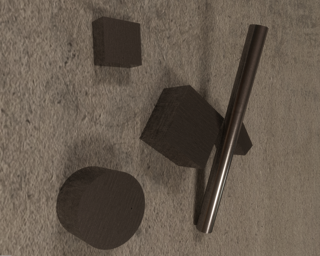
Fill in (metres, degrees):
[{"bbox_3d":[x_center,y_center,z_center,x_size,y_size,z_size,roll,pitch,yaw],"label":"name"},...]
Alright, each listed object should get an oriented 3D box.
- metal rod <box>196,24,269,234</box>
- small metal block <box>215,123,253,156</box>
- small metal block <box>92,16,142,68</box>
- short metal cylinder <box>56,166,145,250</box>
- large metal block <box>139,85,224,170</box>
[{"bbox_3d":[0.099,0.009,0.437,0.025,0.025,0.298,4,104,-40],"label":"metal rod"},{"bbox_3d":[0.109,0.014,0.482,0.025,0.050,0.050,-44,117,-32],"label":"small metal block"},{"bbox_3d":[-0.050,-0.099,0.364,0.050,0.025,0.050,-4,93,-40],"label":"small metal block"},{"bbox_3d":[-0.064,0.084,0.337,0.081,0.050,0.079,0,90,-40],"label":"short metal cylinder"},{"bbox_3d":[0.032,0.000,0.417,0.080,0.050,0.080,38,67,-34],"label":"large metal block"}]
